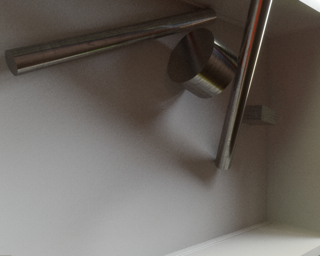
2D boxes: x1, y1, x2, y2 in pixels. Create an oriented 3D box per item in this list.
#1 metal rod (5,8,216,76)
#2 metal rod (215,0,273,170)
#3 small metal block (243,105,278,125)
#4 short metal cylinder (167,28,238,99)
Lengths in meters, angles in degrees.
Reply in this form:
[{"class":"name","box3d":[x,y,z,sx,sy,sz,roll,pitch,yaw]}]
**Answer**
[{"class":"metal rod","box3d":[-0.032,-0.115,0.381,0.302,0.025,0.025,-27,107,-37]},{"class":"metal rod","box3d":[0.114,-0.069,0.422,0.025,0.025,0.298,-21,129,-38]},{"class":"small metal block","box3d":[0.166,-0.021,0.533,0.050,0.050,0.025,12,82,-40]},{"class":"short metal cylinder","box3d":[0.057,-0.087,0.420,0.050,0.080,0.080,26,74,-38]}]
